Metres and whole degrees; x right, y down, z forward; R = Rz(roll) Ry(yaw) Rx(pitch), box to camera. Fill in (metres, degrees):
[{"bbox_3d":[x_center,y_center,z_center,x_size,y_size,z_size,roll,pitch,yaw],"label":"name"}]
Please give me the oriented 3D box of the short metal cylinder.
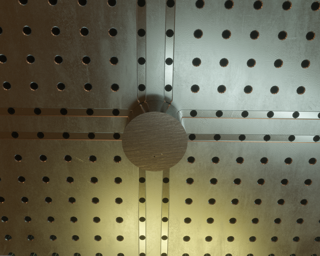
[{"bbox_3d":[-0.006,0.009,0.403,0.081,0.050,0.079,0,110,-1],"label":"short metal cylinder"}]
